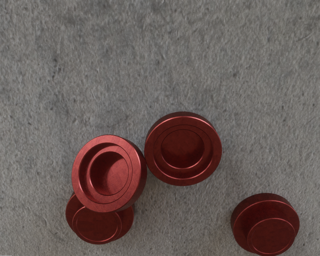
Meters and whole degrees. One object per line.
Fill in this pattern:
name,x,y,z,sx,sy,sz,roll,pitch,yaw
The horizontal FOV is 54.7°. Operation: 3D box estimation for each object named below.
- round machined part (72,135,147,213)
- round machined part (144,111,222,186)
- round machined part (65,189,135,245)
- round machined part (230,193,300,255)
round machined part,-0.062,0.060,0.405,0.098,0.042,0.098,-5,76,19
round machined part,0.029,0.024,0.410,0.099,0.042,0.097,0,110,-1
round machined part,-0.087,0.127,0.447,0.099,0.042,0.097,0,110,-1
round machined part,0.158,0.149,0.458,0.099,0.042,0.097,0,110,-1
